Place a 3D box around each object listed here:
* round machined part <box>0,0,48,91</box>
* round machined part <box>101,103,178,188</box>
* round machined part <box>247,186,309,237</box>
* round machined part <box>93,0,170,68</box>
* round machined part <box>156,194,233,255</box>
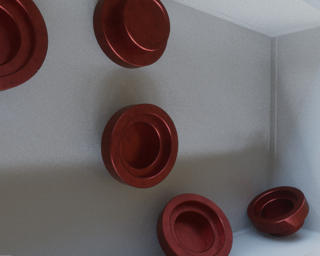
[{"bbox_3d":[-0.153,-0.079,0.267,0.099,0.042,0.097,0,90,-40],"label":"round machined part"},{"bbox_3d":[-0.028,0.020,0.372,0.099,0.042,0.097,0,90,-40],"label":"round machined part"},{"bbox_3d":[0.203,0.146,0.527,0.099,0.098,0.042,-37,105,-34],"label":"round machined part"},{"bbox_3d":[-0.026,-0.124,0.373,0.099,0.042,0.097,0,90,-40],"label":"round machined part"},{"bbox_3d":[0.042,0.140,0.409,0.099,0.042,0.098,13,46,-14],"label":"round machined part"}]
